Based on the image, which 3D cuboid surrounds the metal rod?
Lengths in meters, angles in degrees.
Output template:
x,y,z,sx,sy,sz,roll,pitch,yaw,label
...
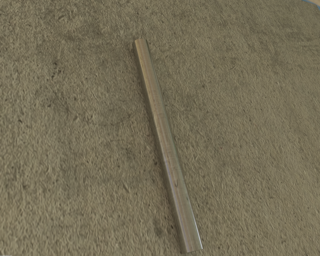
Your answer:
x,y,z,sx,sy,sz,roll,pitch,yaw,label
0.003,0.005,0.405,0.025,0.025,0.299,0,62,-29,metal rod
